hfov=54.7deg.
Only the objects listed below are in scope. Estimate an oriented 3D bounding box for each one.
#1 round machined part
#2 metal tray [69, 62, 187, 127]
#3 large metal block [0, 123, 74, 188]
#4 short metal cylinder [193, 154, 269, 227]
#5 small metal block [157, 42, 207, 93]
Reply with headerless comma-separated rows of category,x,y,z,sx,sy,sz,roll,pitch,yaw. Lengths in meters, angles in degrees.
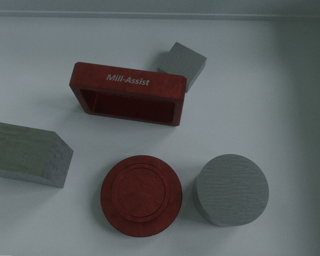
round machined part,-0.022,0.080,0.371,0.099,0.042,0.098,0,70,-1
metal tray,-0.036,-0.039,0.388,0.131,0.090,0.030,8,71,2
large metal block,-0.158,0.034,0.366,0.080,0.080,0.050,9,71,3
short metal cylinder,0.082,0.076,0.370,0.081,0.050,0.080,0,70,0
small metal block,0.031,-0.087,0.442,0.050,0.025,0.050,31,73,10
